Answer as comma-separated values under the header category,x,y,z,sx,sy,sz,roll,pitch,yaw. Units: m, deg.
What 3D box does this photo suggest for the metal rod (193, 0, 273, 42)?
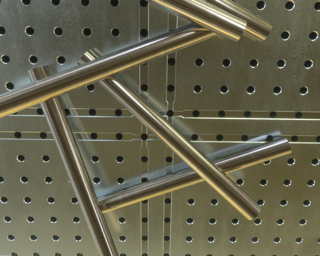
category,x,y,z,sx,sy,sz,roll,pitch,yaw
metal rod,-0.008,-0.177,0.348,0.301,0.025,0.025,25,108,-9

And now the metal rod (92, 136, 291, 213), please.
category,x,y,z,sx,sy,sz,roll,pitch,yaw
metal rod,0.032,0.072,0.439,0.301,0.025,0.025,-19,109,6

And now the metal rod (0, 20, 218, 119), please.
category,x,y,z,sx,sy,sz,roll,pitch,yaw
metal rod,-0.076,-0.066,0.358,0.301,0.025,0.025,-22,109,-5

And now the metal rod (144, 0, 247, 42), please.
category,x,y,z,sx,sy,sz,roll,pitch,yaw
metal rod,-0.047,-0.167,0.337,0.301,0.025,0.025,24,108,-3

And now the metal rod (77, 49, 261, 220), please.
category,x,y,z,sx,sy,sz,roll,pitch,yaw
metal rod,0.017,0.013,0.400,0.300,0.025,0.025,43,105,-7

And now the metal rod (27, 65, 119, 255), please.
category,x,y,z,sx,sy,sz,roll,pitch,yaw
metal rod,-0.109,0.065,0.416,0.025,0.025,0.299,-16,102,6
